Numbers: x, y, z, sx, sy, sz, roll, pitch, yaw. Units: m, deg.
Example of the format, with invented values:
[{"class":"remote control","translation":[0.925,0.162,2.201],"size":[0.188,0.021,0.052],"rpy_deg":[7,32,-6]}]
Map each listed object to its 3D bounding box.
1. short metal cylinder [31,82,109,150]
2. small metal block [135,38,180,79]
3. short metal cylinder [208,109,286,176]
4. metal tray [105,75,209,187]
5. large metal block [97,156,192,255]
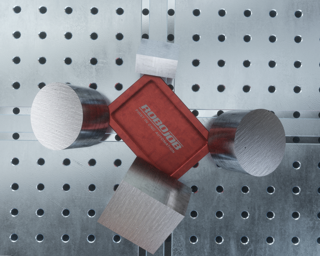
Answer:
[{"class":"short metal cylinder","translation":[-0.111,-0.014,0.385],"size":[0.080,0.050,0.079],"rpy_deg":[0,91,25]},{"class":"small metal block","translation":[-0.002,-0.090,0.398],"size":[0.050,0.050,0.025],"rpy_deg":[9,128,0]},{"class":"short metal cylinder","translation":[0.108,0.017,0.386],"size":[0.081,0.050,0.079],"rpy_deg":[0,91,-27]},{"class":"metal tray","translation":[-0.001,0.001,0.410],"size":[0.090,0.030,0.130],"rpy_deg":[-41,90,0]},{"class":"large metal block","translation":[-0.019,0.096,0.383],"size":[0.080,0.050,0.079],"rpy_deg":[31,121,-1]}]
